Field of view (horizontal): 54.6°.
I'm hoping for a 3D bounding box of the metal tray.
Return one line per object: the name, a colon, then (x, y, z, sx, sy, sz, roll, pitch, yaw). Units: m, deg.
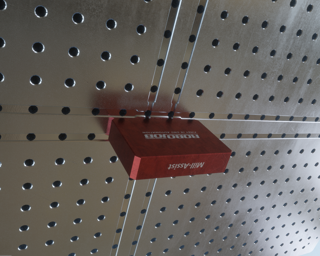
metal tray: (0.012, 0.022, 0.388, 0.131, 0.090, 0.030, 0, 119, -28)
